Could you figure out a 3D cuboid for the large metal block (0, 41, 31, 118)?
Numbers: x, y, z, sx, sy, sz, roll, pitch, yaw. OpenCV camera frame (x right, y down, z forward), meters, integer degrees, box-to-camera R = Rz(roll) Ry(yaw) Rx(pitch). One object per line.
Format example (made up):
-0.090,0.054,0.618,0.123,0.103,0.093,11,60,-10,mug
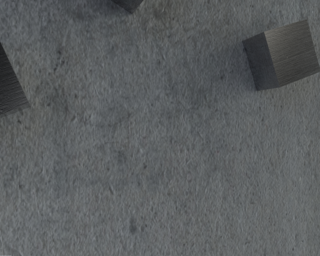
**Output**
-0.193,-0.046,0.324,0.081,0.050,0.080,-25,99,-19,large metal block

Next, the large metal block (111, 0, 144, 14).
-0.044,-0.204,0.380,0.080,0.050,0.080,29,80,-18,large metal block

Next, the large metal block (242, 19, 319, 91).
0.182,-0.108,0.465,0.081,0.050,0.080,-21,97,-19,large metal block
